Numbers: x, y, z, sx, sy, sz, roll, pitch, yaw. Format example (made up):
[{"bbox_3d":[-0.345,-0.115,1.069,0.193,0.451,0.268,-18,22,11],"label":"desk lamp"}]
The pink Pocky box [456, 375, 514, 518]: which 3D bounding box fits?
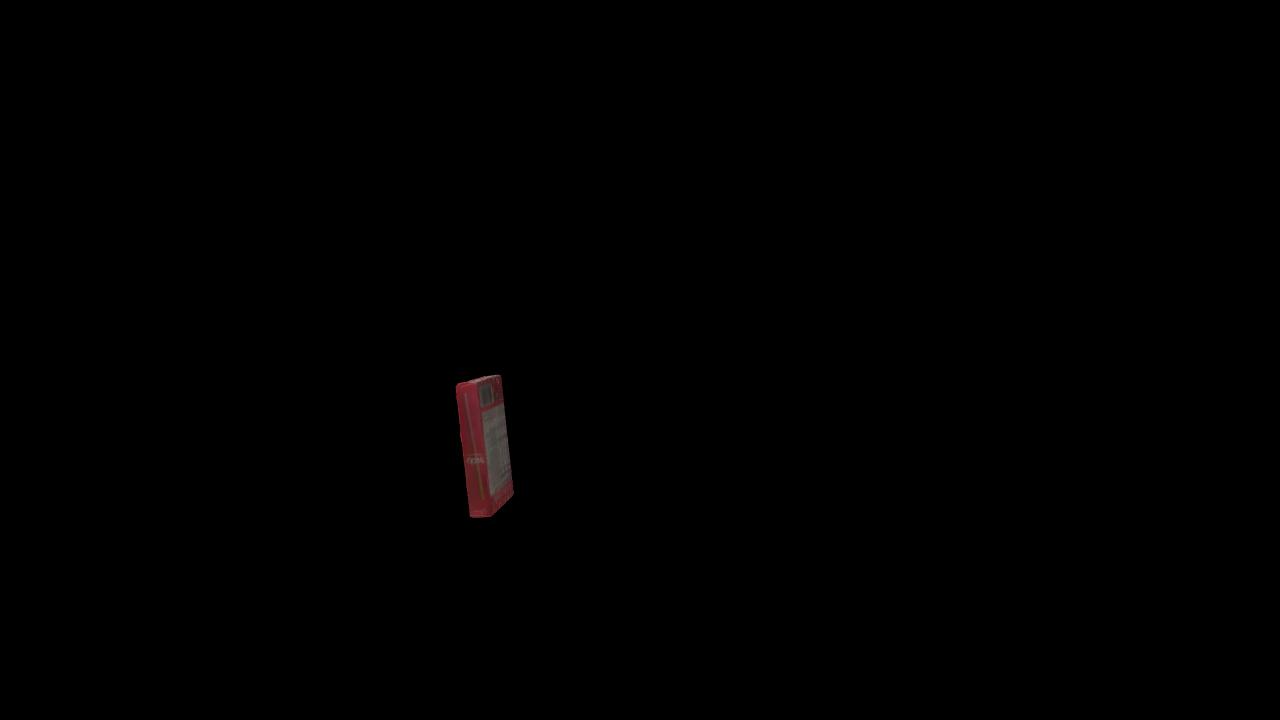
[{"bbox_3d":[-0.181,0.098,0.725,0.029,0.155,0.084,-5,4,6],"label":"pink Pocky box"}]
